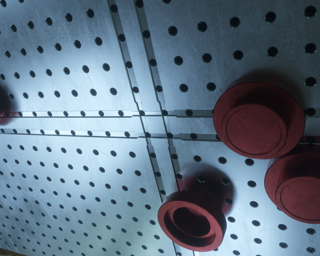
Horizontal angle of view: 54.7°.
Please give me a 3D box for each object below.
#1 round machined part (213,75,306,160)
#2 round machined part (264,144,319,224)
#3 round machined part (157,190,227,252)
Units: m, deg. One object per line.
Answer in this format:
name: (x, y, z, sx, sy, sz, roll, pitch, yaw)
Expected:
round machined part: (0.106, -0.005, 0.341, 0.098, 0.042, 0.097, 13, 124, 20)
round machined part: (0.170, 0.070, 0.354, 0.098, 0.042, 0.097, 13, 124, 20)
round machined part: (0.049, 0.130, 0.454, 0.098, 0.042, 0.097, 13, 124, 20)
